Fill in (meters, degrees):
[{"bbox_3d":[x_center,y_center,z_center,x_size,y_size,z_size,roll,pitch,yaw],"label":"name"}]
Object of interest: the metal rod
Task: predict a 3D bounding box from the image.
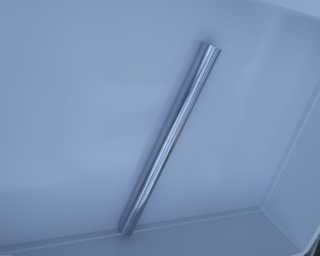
[{"bbox_3d":[0.006,0.028,0.427,0.025,0.025,0.298,12,112,-33],"label":"metal rod"}]
